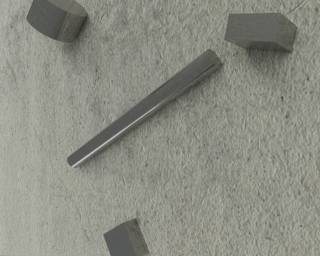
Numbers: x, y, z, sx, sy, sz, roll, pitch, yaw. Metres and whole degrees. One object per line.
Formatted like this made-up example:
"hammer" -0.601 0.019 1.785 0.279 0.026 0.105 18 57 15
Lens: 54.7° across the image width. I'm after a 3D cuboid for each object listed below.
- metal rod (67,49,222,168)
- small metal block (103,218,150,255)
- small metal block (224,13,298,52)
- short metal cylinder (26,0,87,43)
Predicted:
"metal rod" -0.041 -0.012 0.436 0.299 0.025 0.025 -33 70 34
"small metal block" -0.049 0.165 0.443 0.050 0.025 0.050 -38 67 33
"small metal block" 0.100 -0.093 0.305 0.050 0.050 0.025 16 100 38
"short metal cylinder" -0.167 -0.184 0.504 0.080 0.081 0.050 51 120 27
